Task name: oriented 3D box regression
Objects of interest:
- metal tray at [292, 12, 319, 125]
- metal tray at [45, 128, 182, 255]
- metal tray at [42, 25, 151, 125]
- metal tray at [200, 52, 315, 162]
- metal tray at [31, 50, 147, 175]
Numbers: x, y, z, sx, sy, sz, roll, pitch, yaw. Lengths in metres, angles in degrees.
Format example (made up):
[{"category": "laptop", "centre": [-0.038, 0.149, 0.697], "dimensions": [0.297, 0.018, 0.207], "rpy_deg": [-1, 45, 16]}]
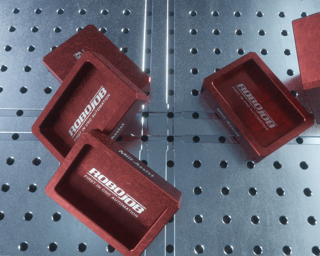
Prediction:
[{"category": "metal tray", "centre": [0.196, -0.067, 0.383], "dimensions": [0.030, 0.130, 0.090], "rpy_deg": [-11, 67, 30]}, {"category": "metal tray", "centre": [-0.052, 0.074, 0.350], "dimensions": [0.130, 0.030, 0.090], "rpy_deg": [37, 103, 3]}, {"category": "metal tray", "centre": [-0.088, -0.075, 0.436], "dimensions": [0.090, 0.030, 0.130], "rpy_deg": [-42, 75, -14]}, {"category": "metal tray", "centre": [0.128, -0.031, 0.420], "dimensions": [0.090, 0.030, 0.130], "rpy_deg": [-31, 73, -11]}, {"category": "metal tray", "centre": [-0.090, -0.017, 0.384], "dimensions": [0.090, 0.030, 0.130], "rpy_deg": [43, 104, 14]}]
